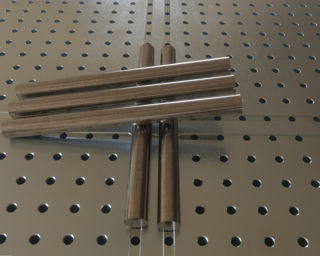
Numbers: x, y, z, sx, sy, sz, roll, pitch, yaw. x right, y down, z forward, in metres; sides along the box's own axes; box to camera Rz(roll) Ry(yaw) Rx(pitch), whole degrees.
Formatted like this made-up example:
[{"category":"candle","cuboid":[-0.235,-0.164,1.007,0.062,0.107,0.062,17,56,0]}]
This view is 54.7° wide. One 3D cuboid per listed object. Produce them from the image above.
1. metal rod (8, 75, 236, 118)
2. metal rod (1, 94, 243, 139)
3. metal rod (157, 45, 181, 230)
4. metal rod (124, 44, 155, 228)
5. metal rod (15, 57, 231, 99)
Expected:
[{"category":"metal rod","cuboid":[-0.053,-0.041,0.415,0.302,0.025,0.025,-6,50,5]},{"category":"metal rod","cuboid":[-0.051,-0.014,0.391,0.302,0.025,0.025,-6,50,5]},{"category":"metal rod","cuboid":[0.011,-0.013,0.419,0.025,0.025,0.300,1,50,0]},{"category":"metal rod","cuboid":[-0.023,-0.015,0.420,0.025,0.025,0.300,1,50,0]},{"category":"metal rod","cuboid":[-0.054,-0.069,0.438,0.302,0.025,0.025,-6,50,4]}]
